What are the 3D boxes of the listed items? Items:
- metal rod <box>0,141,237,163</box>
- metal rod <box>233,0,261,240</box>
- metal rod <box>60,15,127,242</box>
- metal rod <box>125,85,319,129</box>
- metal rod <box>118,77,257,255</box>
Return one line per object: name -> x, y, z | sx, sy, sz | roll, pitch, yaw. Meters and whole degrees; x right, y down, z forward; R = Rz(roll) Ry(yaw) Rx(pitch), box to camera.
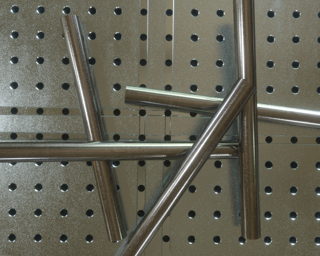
metal rod -> -0.047, 0.029, 0.391 | 0.302, 0.025, 0.025 | 0, 90, -9
metal rod -> 0.110, -0.007, 0.390 | 0.025, 0.025, 0.298 | -4, 96, -1
metal rod -> -0.088, 0.000, 0.412 | 0.025, 0.025, 0.298 | -12, 90, 0
metal rod -> 0.105, -0.025, 0.414 | 0.302, 0.025, 0.025 | 7, 90, -1
metal rod -> 0.022, 0.071, 0.387 | 0.025, 0.025, 0.299 | 33, 100, -1
